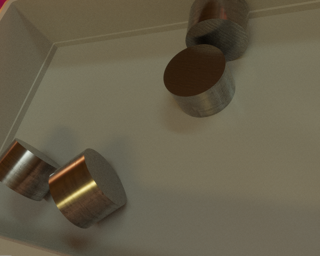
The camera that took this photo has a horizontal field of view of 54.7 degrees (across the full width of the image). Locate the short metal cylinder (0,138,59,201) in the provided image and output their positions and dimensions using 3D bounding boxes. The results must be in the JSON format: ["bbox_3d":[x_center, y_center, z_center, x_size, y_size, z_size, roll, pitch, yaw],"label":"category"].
[{"bbox_3d":[-0.183,0.058,0.431,0.080,0.080,0.050,27,77,37],"label":"short metal cylinder"}]

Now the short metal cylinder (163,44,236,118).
[{"bbox_3d":[0.051,-0.060,0.400,0.080,0.050,0.080,-13,56,21],"label":"short metal cylinder"}]

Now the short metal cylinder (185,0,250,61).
[{"bbox_3d":[0.077,-0.132,0.411,0.080,0.080,0.050,-4,60,26],"label":"short metal cylinder"}]

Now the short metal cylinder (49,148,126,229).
[{"bbox_3d":[-0.085,0.071,0.371,0.050,0.080,0.080,-35,51,6],"label":"short metal cylinder"}]
